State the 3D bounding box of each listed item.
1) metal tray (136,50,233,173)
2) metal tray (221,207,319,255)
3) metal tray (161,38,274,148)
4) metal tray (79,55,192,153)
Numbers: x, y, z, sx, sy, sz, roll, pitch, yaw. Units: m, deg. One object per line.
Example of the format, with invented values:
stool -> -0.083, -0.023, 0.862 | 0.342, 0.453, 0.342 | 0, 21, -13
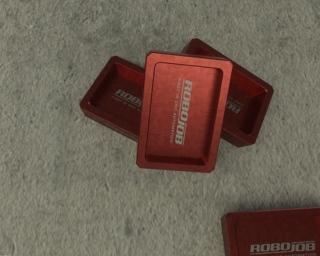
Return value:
metal tray -> 0.024, -0.017, 0.348 | 0.091, 0.030, 0.129 | 5, 108, -5
metal tray -> 0.142, 0.141, 0.355 | 0.131, 0.030, 0.090 | -3, 70, -2
metal tray -> 0.075, -0.043, 0.398 | 0.131, 0.030, 0.090 | 29, 71, -12
metal tray -> -0.028, -0.032, 0.416 | 0.130, 0.030, 0.090 | 26, 72, 9
